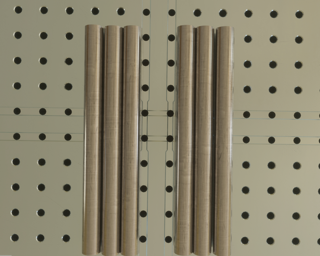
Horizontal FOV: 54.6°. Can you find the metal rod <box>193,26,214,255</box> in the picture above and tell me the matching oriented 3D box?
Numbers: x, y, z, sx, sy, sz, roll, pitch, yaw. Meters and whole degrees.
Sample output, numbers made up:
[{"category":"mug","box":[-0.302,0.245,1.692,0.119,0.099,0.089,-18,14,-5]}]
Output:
[{"category":"metal rod","box":[0.058,0.017,0.413,0.025,0.025,0.298,1,90,0]}]

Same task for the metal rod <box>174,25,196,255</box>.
[{"category":"metal rod","box":[0.033,0.016,0.413,0.025,0.025,0.298,1,90,0]}]

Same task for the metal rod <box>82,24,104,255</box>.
[{"category":"metal rod","box":[-0.089,0.015,0.412,0.025,0.025,0.298,1,90,0]}]

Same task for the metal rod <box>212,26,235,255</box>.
[{"category":"metal rod","box":[0.085,0.017,0.413,0.025,0.025,0.298,1,90,0]}]

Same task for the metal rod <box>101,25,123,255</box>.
[{"category":"metal rod","box":[-0.063,0.017,0.412,0.025,0.025,0.298,1,90,0]}]

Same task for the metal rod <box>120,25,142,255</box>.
[{"category":"metal rod","box":[-0.038,0.016,0.413,0.025,0.025,0.298,1,90,0]}]
